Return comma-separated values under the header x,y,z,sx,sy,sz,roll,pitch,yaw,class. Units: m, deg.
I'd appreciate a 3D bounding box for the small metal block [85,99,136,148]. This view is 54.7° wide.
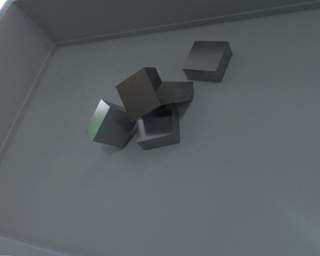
x,y,z,sx,sy,sz,roll,pitch,yaw,class
-0.064,-0.005,0.416,0.025,0.050,0.050,38,104,44,small metal block

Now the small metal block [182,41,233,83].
x,y,z,sx,sy,sz,roll,pitch,yaw,class
0.066,-0.092,0.428,0.050,0.025,0.050,12,67,33,small metal block

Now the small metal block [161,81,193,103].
x,y,z,sx,sy,sz,roll,pitch,yaw,class
0.010,-0.049,0.411,0.050,0.050,0.025,7,102,31,small metal block

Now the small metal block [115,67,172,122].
x,y,z,sx,sy,sz,roll,pitch,yaw,class
-0.021,-0.042,0.387,0.050,0.025,0.050,-27,84,33,small metal block

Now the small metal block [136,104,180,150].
x,y,z,sx,sy,sz,roll,pitch,yaw,class
-0.002,-0.003,0.409,0.050,0.025,0.050,-13,56,20,small metal block
